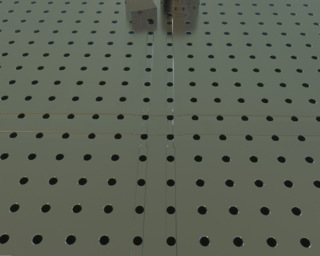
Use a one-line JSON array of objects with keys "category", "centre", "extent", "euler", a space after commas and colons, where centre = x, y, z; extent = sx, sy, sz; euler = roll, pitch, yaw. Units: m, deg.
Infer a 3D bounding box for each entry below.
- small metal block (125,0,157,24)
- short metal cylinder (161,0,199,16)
[{"category": "small metal block", "centre": [-0.037, -0.231, 0.601], "extent": [0.050, 0.025, 0.050], "euler": [-14, 51, -11]}, {"category": "short metal cylinder", "centre": [0.040, -0.268, 0.617], "extent": [0.080, 0.050, 0.080], "euler": [0, 50, 0]}]
